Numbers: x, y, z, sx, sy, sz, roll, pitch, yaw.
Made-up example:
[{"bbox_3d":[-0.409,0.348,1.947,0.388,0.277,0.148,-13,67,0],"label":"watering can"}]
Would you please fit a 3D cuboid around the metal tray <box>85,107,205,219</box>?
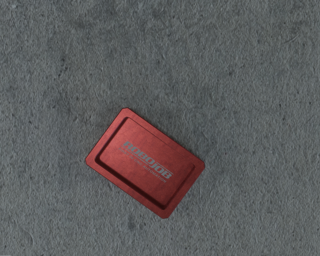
[{"bbox_3d":[-0.019,0.045,0.408,0.130,0.030,0.090,36,90,-1],"label":"metal tray"}]
